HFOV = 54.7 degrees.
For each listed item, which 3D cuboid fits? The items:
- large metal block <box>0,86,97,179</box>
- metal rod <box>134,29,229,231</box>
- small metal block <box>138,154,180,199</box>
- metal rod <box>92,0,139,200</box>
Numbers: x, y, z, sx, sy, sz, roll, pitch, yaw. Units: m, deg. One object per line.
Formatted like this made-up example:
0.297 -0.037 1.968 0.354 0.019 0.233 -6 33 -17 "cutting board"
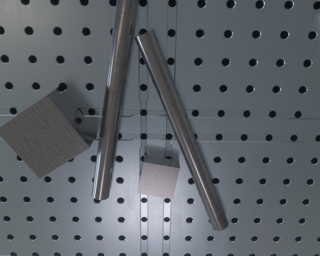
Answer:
-0.142 0.005 0.400 0.080 0.050 0.080 -32 107 11 "large metal block"
0.036 0.017 0.419 0.025 0.025 0.299 -21 109 7 "metal rod"
-0.002 0.069 0.439 0.050 0.025 0.050 10 110 -4 "small metal block"
-0.059 -0.040 0.397 0.025 0.025 0.298 10 110 -4 "metal rod"
